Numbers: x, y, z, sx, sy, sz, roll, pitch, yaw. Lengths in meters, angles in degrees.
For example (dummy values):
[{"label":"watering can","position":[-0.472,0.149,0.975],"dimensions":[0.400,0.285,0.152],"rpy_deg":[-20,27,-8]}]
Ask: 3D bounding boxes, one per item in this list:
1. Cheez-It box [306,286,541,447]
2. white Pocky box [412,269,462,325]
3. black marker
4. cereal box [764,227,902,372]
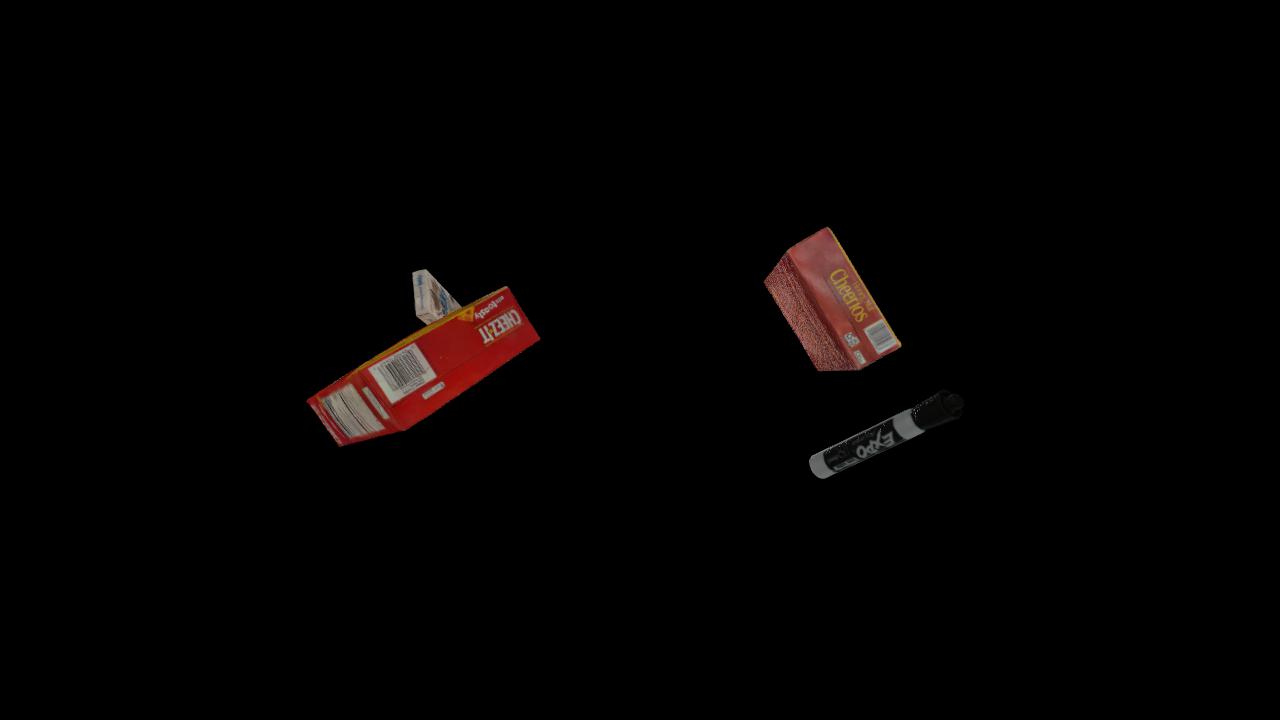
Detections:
[{"label":"Cheez-It box","position":[-0.229,0.011,0.632],"dimensions":[0.223,0.071,0.166],"rpy_deg":[-14,20,50]},{"label":"white Pocky box","position":[-0.342,-0.085,1.056],"dimensions":[0.028,0.084,0.154],"rpy_deg":[-14,-20,2]},{"label":"black marker","position":[0.158,0.051,0.404],"dimensions":[0.020,0.020,0.121],"rpy_deg":[0,-27,-30]},{"label":"cereal box","position":[0.299,-0.084,1.009],"dimensions":[0.081,0.203,0.306],"rpy_deg":[-31,-4,5]}]
